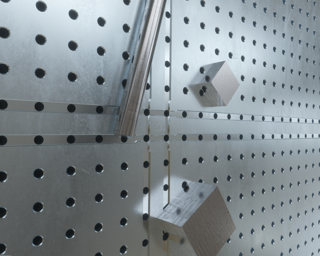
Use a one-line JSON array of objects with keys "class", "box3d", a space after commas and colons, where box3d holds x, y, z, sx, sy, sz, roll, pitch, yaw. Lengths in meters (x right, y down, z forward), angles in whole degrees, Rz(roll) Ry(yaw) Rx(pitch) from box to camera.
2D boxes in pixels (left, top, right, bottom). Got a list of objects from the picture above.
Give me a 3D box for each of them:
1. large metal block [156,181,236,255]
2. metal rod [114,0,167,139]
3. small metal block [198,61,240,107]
[{"class": "large metal block", "box3d": [0.053, 0.135, 0.438, 0.080, 0.050, 0.080, -39, 114, -33]}, {"class": "metal rod", "box3d": [-0.011, -0.134, 0.398, 0.025, 0.025, 0.299, 21, 77, -38]}, {"class": "small metal block", "box3d": [0.094, -0.069, 0.488, 0.050, 0.025, 0.050, 51, 60, -28]}]
